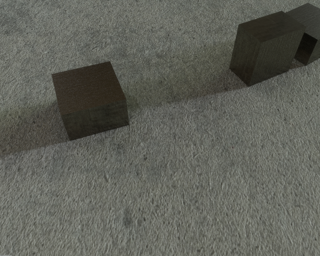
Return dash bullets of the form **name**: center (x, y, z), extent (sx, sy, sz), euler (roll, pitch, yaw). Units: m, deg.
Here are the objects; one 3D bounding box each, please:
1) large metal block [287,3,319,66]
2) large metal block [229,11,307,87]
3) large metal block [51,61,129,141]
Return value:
- **large metal block**: center (0.248, -0.160, 0.523), extent (0.081, 0.050, 0.080), euler (-28, 56, -22)
- **large metal block**: center (0.159, -0.119, 0.469), extent (0.081, 0.080, 0.050), euler (-22, 54, -18)
- **large metal block**: center (-0.094, -0.038, 0.418), extent (0.081, 0.050, 0.080), euler (-16, 52, -13)
